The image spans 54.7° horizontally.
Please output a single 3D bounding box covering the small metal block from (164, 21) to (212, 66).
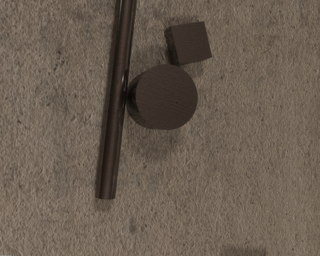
[{"bbox_3d":[0.038,-0.115,0.424,0.050,0.025,0.050,-15,95,-20],"label":"small metal block"}]

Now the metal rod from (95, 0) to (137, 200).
[{"bbox_3d":[-0.053,-0.062,0.390,0.025,0.025,0.298,7,88,-20],"label":"metal rod"}]

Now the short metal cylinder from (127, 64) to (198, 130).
[{"bbox_3d":[0.001,-0.038,0.397,0.081,0.050,0.079,0,90,-21],"label":"short metal cylinder"}]
